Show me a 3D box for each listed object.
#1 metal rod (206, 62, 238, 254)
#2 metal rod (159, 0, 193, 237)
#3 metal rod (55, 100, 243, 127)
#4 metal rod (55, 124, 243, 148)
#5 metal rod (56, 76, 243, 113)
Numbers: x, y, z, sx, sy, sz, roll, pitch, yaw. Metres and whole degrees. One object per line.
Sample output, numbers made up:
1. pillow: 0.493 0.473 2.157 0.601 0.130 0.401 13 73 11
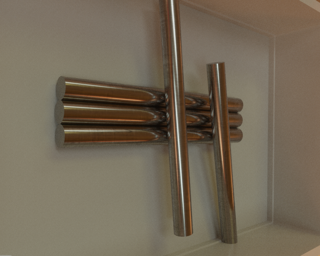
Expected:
1. metal rod: 0.095 0.054 0.461 0.025 0.025 0.298 -20 110 -38
2. metal rod: 0.021 -0.013 0.391 0.025 0.025 0.298 -7 94 -40
3. metal rod: 0.012 -0.015 0.417 0.302 0.025 0.025 1 90 -40
4. metal rod: 0.012 0.010 0.417 0.302 0.025 0.025 1 90 -40
5. metal rod: 0.013 -0.039 0.418 0.302 0.025 0.025 1 90 -40
